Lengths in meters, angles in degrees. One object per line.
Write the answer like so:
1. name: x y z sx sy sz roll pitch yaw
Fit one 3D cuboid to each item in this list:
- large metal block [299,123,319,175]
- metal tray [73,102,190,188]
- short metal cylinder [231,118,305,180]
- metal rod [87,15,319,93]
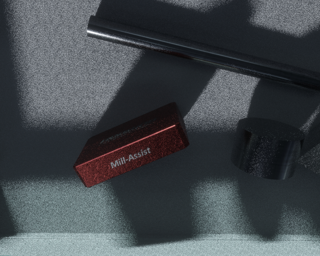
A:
1. large metal block: 0.228 0.029 0.377 0.080 0.080 0.050 31 70 12
2. metal tray: -0.033 0.017 0.382 0.130 0.090 0.030 -23 109 8
3. short metal cylinder: 0.135 0.023 0.393 0.081 0.080 0.050 6 110 -3
4. metal rod: 0.064 -0.088 0.379 0.302 0.025 0.025 13 110 -5
